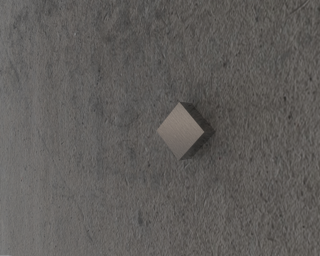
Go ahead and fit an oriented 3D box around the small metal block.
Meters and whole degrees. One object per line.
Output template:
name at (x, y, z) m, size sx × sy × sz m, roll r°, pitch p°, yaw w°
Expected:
small metal block at (0.031, 0.004, 0.380) m, size 0.050 × 0.025 × 0.050 m, roll -52°, pitch 60°, yaw 27°
